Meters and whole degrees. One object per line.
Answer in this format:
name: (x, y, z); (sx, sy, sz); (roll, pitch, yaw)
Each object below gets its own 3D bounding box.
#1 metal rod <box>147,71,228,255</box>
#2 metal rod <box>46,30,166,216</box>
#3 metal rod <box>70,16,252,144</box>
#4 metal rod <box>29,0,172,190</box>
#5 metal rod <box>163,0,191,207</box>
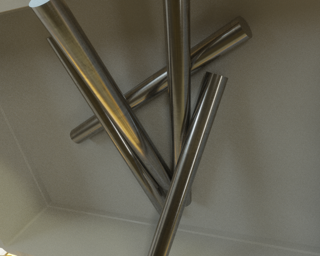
metal rod: (0.021, 0.081, 0.370); (0.025, 0.025, 0.298); (20, 102, 16)
metal rod: (-0.053, 0.012, 0.414); (0.025, 0.025, 0.299); (-10, 123, 32)
metal rod: (-0.023, -0.043, 0.392); (0.299, 0.025, 0.025); (-28, 103, 37)
metal rod: (-0.039, -0.010, 0.345); (0.025, 0.025, 0.299); (3, 144, 27)
metal rod: (0.024, -0.011, 0.364); (0.025, 0.025, 0.298); (12, 131, 21)
